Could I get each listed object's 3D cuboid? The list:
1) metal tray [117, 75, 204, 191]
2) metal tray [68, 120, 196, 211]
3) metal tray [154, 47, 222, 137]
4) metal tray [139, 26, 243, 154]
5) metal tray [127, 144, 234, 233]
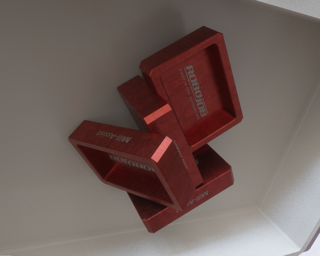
[{"bbox_3d":[0.002,0.010,0.372,0.030,0.090,0.130,-32,129,-8],"label":"metal tray"},{"bbox_3d":[-0.033,0.040,0.349,0.030,0.130,0.090,-54,136,-30],"label":"metal tray"},{"bbox_3d":[0.050,-0.041,0.409,0.090,0.030,0.129,-29,128,-8],"label":"metal tray"},{"bbox_3d":[0.042,-0.040,0.364,0.090,0.030,0.130,-32,128,-8],"label":"metal tray"},{"bbox_3d":[0.021,0.071,0.422,0.131,0.090,0.030,-29,129,-11],"label":"metal tray"}]
